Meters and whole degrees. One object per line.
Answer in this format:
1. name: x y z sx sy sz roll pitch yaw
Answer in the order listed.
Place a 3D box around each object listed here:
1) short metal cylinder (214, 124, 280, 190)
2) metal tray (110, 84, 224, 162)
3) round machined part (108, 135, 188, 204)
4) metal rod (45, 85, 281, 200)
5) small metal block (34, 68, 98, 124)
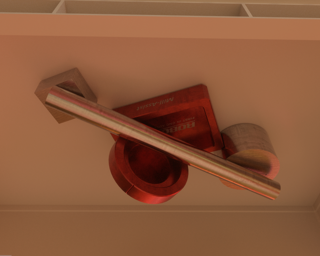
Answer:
1. short metal cylinder: 0.117 0.040 0.427 0.081 0.050 0.079 0 130 0
2. metal tray: 0.009 0.003 0.406 0.130 0.030 0.090 -15 129 12
3. round machined part: -0.017 0.049 0.384 0.099 0.098 0.042 22 134 -18
4. metal rod: 0.014 0.023 0.373 0.302 0.025 0.025 24 126 -12
5. small metal block: -0.111 -0.038 0.373 0.050 0.025 0.050 -17 128 13
